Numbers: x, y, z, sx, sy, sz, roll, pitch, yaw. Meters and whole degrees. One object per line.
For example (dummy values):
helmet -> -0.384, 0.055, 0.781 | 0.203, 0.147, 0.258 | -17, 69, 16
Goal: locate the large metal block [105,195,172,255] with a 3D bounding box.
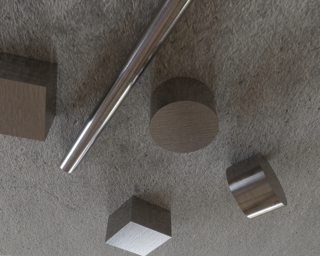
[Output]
large metal block -> -0.037, 0.171, 0.536 | 0.080, 0.050, 0.080 | 29, 124, -23

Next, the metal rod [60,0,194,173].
metal rod -> -0.053, -0.041, 0.371 | 0.025, 0.025, 0.298 | 26, 125, -21

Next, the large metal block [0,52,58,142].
large metal block -> -0.167, -0.037, 0.358 | 0.081, 0.050, 0.079 | 11, 129, -9

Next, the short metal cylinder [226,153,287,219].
short metal cylinder -> 0.138, 0.082, 0.443 | 0.050, 0.080, 0.080 | -31, 124, 23

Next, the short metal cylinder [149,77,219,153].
short metal cylinder -> 0.028, -0.015, 0.378 | 0.081, 0.050, 0.079 | 0, 130, 0
